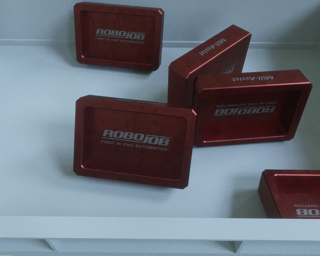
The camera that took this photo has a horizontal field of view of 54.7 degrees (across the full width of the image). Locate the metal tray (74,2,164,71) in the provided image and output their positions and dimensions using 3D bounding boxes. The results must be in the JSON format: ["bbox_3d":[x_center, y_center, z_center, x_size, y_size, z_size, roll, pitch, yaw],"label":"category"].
[{"bbox_3d":[-0.062,-0.141,0.477,0.131,0.089,0.030,7,26,5],"label":"metal tray"}]

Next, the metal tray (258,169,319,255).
[{"bbox_3d":[0.178,0.083,0.317,0.131,0.030,0.090,1,33,0],"label":"metal tray"}]

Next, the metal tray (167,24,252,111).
[{"bbox_3d":[0.067,-0.074,0.426,0.131,0.089,0.030,-36,59,-27],"label":"metal tray"}]

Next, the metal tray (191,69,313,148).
[{"bbox_3d":[0.106,-0.022,0.380,0.131,0.089,0.030,-4,41,-4],"label":"metal tray"}]

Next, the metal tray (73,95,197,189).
[{"bbox_3d":[-0.028,0.014,0.350,0.131,0.089,0.030,7,12,5],"label":"metal tray"}]
